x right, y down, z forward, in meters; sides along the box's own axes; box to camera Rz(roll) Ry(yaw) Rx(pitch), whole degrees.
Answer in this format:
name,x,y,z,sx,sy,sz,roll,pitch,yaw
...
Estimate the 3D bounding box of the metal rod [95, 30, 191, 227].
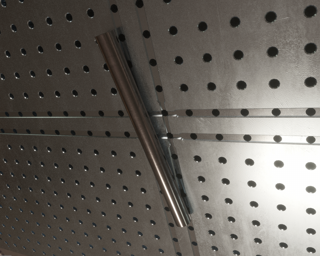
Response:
name,x,y,z,sx,sy,sz,roll,pitch,yaw
metal rod,-0.016,0.015,0.427,0.025,0.025,0.299,-8,115,31
